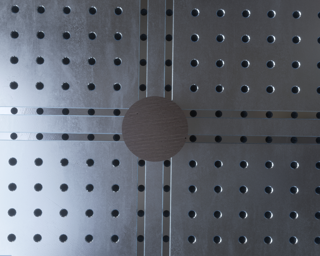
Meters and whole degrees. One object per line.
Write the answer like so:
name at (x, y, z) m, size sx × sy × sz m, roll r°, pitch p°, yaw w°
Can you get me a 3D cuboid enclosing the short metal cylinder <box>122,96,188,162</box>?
short metal cylinder at (-0.006, 0.001, 0.400) m, size 0.081 × 0.050 × 0.079 m, roll 0°, pitch 90°, yaw -1°
